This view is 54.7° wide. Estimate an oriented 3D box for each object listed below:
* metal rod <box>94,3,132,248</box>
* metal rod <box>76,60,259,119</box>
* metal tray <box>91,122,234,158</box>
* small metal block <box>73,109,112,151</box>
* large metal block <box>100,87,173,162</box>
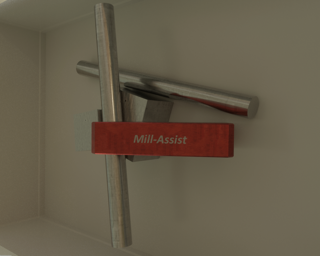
[{"bbox_3d":[-0.059,-0.007,0.386,0.025,0.025,0.298,-8,85,39],"label":"metal rod"},{"bbox_3d":[-0.015,-0.060,0.416,0.300,0.025,0.025,19,102,38],"label":"metal rod"},{"bbox_3d":[0.006,0.009,0.321,0.131,0.090,0.030,1,92,8],"label":"metal tray"},{"bbox_3d":[-0.088,0.004,0.409,0.050,0.025,0.050,-8,84,39],"label":"small metal block"},{"bbox_3d":[-0.038,-0.008,0.418,0.080,0.050,0.079,23,104,37],"label":"large metal block"}]
